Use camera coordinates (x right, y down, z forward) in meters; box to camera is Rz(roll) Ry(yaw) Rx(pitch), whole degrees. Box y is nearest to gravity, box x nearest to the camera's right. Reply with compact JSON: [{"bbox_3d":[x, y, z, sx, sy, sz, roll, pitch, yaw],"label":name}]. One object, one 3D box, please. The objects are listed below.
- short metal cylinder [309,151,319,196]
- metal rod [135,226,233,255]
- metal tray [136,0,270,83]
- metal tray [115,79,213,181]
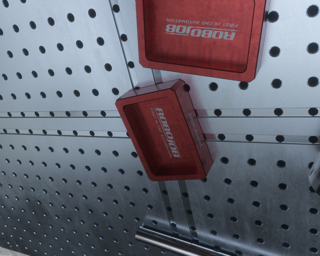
[{"bbox_3d":[0.195,0.041,0.299,0.080,0.080,0.050,19,126,17],"label":"short metal cylinder"},{"bbox_3d":[0.100,0.210,0.488,0.301,0.025,0.025,10,123,22],"label":"metal rod"},{"bbox_3d":[0.040,-0.103,0.322,0.130,0.030,0.089,12,124,21],"label":"metal tray"},{"bbox_3d":[0.007,0.008,0.409,0.090,0.030,0.129,-9,114,32],"label":"metal tray"}]
